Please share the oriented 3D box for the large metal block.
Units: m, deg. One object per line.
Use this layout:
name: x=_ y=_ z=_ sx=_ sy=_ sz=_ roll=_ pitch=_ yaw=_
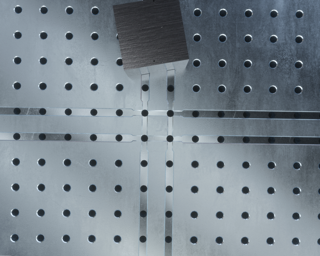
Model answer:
large metal block: x=-0.011 y=-0.116 z=0.401 sx=0.080 sy=0.050 sz=0.080 roll=-10 pitch=90 yaw=0
